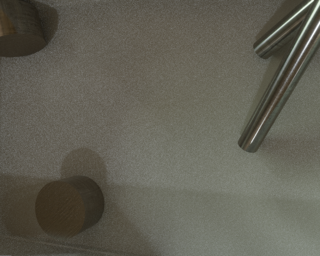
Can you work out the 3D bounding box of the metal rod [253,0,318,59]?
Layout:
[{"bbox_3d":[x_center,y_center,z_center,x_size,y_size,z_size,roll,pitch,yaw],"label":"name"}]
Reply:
[{"bbox_3d":[0.189,-0.151,0.251,0.025,0.025,0.299,62,144,9],"label":"metal rod"}]

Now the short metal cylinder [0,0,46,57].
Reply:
[{"bbox_3d":[-0.216,-0.144,0.455,0.080,0.080,0.050,-17,85,19],"label":"short metal cylinder"}]

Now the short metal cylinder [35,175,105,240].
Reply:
[{"bbox_3d":[-0.127,0.111,0.441,0.080,0.050,0.079,0,90,19],"label":"short metal cylinder"}]

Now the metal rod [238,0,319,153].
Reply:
[{"bbox_3d":[0.144,-0.093,0.288,0.025,0.025,0.298,31,128,17],"label":"metal rod"}]
